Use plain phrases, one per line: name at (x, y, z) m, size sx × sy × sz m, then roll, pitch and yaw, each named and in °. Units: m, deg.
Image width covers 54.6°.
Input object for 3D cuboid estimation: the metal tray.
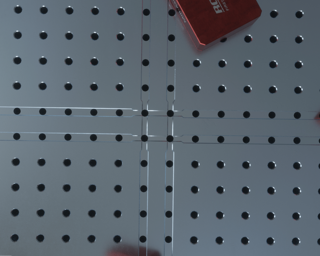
metal tray at (0.063, -0.182, 0.411) m, size 0.090 × 0.030 × 0.130 m, roll -28°, pitch 90°, yaw 0°
